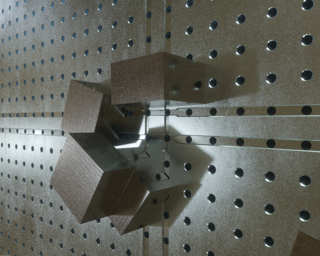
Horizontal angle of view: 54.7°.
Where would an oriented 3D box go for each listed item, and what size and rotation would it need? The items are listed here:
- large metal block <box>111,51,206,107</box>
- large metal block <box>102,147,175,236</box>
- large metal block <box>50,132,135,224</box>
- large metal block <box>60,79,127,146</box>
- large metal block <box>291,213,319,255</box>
[{"bbox_3d":[-0.001,-0.053,0.373,0.080,0.081,0.050,-2,89,39],"label":"large metal block"},{"bbox_3d":[-0.040,0.083,0.424,0.080,0.050,0.080,45,117,30],"label":"large metal block"},{"bbox_3d":[-0.089,0.061,0.399,0.080,0.050,0.079,40,114,33],"label":"large metal block"},{"bbox_3d":[-0.101,-0.023,0.474,0.080,0.050,0.079,25,106,37],"label":"large metal block"},{"bbox_3d":[0.155,0.113,0.246,0.080,0.081,0.050,22,104,37],"label":"large metal block"}]
